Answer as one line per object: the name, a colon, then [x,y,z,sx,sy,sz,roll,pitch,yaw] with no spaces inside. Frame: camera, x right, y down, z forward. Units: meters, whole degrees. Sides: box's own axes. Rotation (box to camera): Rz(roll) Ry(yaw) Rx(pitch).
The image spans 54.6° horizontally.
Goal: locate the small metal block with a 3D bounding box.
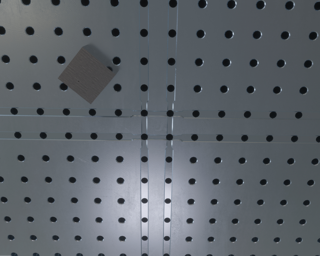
small metal block: [-0.089,-0.067,0.388,0.050,0.025,0.050,40,105,-13]
